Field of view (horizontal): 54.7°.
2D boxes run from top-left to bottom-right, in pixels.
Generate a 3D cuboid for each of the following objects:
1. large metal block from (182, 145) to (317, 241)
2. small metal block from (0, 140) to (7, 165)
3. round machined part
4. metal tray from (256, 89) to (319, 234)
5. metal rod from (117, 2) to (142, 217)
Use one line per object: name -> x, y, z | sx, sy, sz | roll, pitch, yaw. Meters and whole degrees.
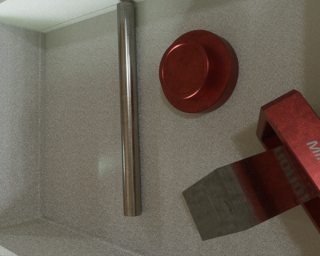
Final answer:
large metal block -> 0.078, 0.061, 0.287 | 0.050, 0.081, 0.080 | 67, 155, 18
small metal block -> -0.387, 0.060, 0.723 | 0.050, 0.025, 0.050 | -28, 73, 36
round machined part -> 0.038, -0.066, 0.363 | 0.098, 0.042, 0.097 | 0, 90, 39
metal tray -> 0.129, 0.041, 0.255 | 0.030, 0.090, 0.130 | -29, 69, 5
metal rod -> -0.044, -0.027, 0.440 | 0.025, 0.025, 0.298 | -4, 88, 39
